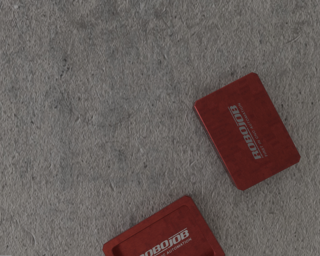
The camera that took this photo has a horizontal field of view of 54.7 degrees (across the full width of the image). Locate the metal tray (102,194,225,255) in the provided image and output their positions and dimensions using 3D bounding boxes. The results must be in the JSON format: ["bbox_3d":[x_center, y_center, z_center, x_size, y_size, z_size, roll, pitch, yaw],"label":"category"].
[{"bbox_3d":[0.005,0.156,0.398,0.130,0.030,0.090,-31,79,0],"label":"metal tray"}]

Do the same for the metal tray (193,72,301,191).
[{"bbox_3d":[0.112,0.004,0.408,0.090,0.030,0.130,-28,90,0],"label":"metal tray"}]
